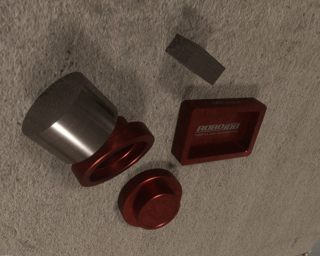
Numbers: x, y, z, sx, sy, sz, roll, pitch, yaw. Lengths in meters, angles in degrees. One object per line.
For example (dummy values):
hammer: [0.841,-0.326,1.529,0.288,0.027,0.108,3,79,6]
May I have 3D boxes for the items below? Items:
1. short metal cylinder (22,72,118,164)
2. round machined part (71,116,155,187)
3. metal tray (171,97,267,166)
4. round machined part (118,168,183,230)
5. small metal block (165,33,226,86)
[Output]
short metal cylinder: [-0.091,-0.010,0.315,0.080,0.080,0.050,-42,127,0]
round machined part: [-0.058,0.023,0.360,0.098,0.042,0.098,-33,163,-11]
metal tray: [0.087,0.003,0.455,0.131,0.030,0.089,-5,121,-27]
round machined part: [-0.009,0.112,0.462,0.099,0.042,0.097,-14,125,-21]
small metal block: [0.041,-0.081,0.365,0.050,0.050,0.025,29,102,-38]
